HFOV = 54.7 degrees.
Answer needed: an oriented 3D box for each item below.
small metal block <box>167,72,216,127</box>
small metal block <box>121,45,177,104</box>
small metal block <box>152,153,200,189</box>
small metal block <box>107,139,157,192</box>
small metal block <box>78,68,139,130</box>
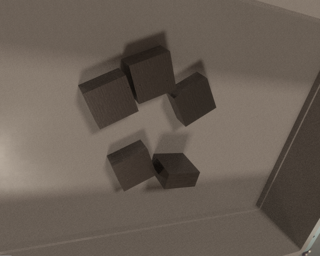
[{"bbox_3d":[0.041,-0.038,0.410,0.050,0.025,0.050,-32,129,-8],"label":"small metal block"},{"bbox_3d":[-0.012,-0.063,0.365,0.050,0.025,0.050,-23,127,-15],"label":"small metal block"},{"bbox_3d":[0.020,0.060,0.443,0.050,0.050,0.025,1,118,-30],"label":"small metal block"},{"bbox_3d":[-0.038,0.051,0.421,0.050,0.025,0.050,-26,128,-13],"label":"small metal block"},{"bbox_3d":[-0.058,-0.034,0.357,0.050,0.025,0.050,-27,128,-12],"label":"small metal block"}]
